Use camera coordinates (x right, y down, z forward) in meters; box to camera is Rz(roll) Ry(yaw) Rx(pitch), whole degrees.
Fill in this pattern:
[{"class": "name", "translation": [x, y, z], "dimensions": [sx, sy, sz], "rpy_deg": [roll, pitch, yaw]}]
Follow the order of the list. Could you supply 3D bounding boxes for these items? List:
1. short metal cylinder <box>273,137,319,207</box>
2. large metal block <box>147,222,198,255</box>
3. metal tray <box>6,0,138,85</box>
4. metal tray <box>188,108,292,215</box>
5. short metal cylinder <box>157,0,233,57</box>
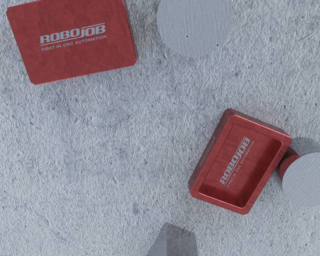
[{"class": "short metal cylinder", "translation": [0.197, 0.059, 0.420], "dimensions": [0.081, 0.050, 0.079], "rpy_deg": [0, 110, 0]}, {"class": "large metal block", "translation": [0.015, 0.202, 0.455], "dimensions": [0.050, 0.080, 0.080], "rpy_deg": [24, 108, -9]}, {"class": "metal tray", "translation": [-0.099, -0.108, 0.366], "dimensions": [0.131, 0.030, 0.089], "rpy_deg": [-11, 110, 3]}, {"class": "metal tray", "translation": [0.106, 0.048, 0.425], "dimensions": [0.090, 0.030, 0.129], "rpy_deg": [21, 109, -8]}, {"class": "short metal cylinder", "translation": [0.037, -0.124, 0.351], "dimensions": [0.081, 0.050, 0.079], "rpy_deg": [0, 110, 0]}]
